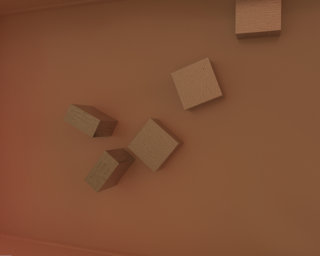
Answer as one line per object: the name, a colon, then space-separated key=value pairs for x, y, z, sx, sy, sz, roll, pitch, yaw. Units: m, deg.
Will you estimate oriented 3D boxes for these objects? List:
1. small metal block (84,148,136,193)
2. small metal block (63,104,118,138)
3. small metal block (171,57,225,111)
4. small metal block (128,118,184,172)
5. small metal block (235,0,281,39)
small metal block: x=-0.067 y=0.056 z=0.420 sx=0.025 sy=0.050 sz=0.050 roll=40 pitch=103 yaw=15
small metal block: x=-0.094 y=-0.010 z=0.429 sx=0.050 sy=0.050 sz=0.025 roll=28 pitch=99 yaw=17
small metal block: x=0.049 y=-0.054 z=0.393 sx=0.050 sy=0.025 sz=0.050 roll=-21 pitch=83 yaw=18
small metal block: x=-0.006 y=0.022 z=0.412 sx=0.050 sy=0.025 sz=0.050 roll=42 pitch=103 yaw=15
small metal block: x=0.117 y=-0.136 z=0.369 sx=0.050 sy=0.025 sz=0.050 roll=1 pitch=90 yaw=19
